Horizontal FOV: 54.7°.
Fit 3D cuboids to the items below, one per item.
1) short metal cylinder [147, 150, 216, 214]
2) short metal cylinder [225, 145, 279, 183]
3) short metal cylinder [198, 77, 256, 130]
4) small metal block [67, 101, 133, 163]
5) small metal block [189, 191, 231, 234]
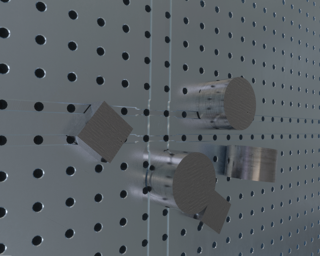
[{"bbox_3d":[0.030,0.071,0.419,0.081,0.050,0.079,0,90,-40],"label":"short metal cylinder"},{"bbox_3d":[0.146,0.057,0.497,0.081,0.080,0.050,11,83,-40],"label":"short metal cylinder"},{"bbox_3d":[0.104,-0.036,0.481,0.081,0.050,0.079,0,90,-40],"label":"short metal cylinder"},{"bbox_3d":[-0.067,0.005,0.354,0.050,0.025,0.050,47,62,-30],"label":"small metal block"},{"bbox_3d":[0.078,0.127,0.475,0.050,0.025,0.050,42,64,-32],"label":"small metal block"}]
